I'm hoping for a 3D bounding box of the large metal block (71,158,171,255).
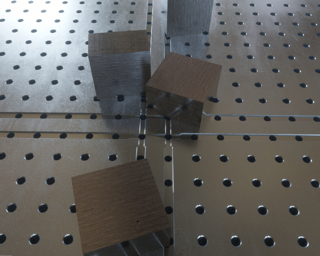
[{"bbox_3d":[-0.040,0.086,0.318,0.081,0.050,0.080,-13,52,-12],"label":"large metal block"}]

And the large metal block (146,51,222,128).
[{"bbox_3d":[0.034,-0.056,0.439,0.080,0.050,0.080,19,52,15],"label":"large metal block"}]

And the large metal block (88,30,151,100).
[{"bbox_3d":[-0.056,-0.090,0.447,0.081,0.080,0.050,-6,51,-5],"label":"large metal block"}]

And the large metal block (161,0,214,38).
[{"bbox_3d":[0.046,-0.215,0.553,0.081,0.080,0.050,-9,51,-8],"label":"large metal block"}]
